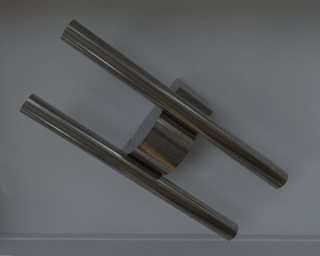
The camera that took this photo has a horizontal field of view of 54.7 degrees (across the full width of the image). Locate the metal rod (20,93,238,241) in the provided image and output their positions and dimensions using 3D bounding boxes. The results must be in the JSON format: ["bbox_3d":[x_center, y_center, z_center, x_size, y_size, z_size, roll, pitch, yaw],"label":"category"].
[{"bbox_3d":[-0.027,0.054,0.377,0.301,0.025,0.025,34,106,-12],"label":"metal rod"}]

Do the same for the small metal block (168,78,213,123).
[{"bbox_3d":[0.035,-0.033,0.384,0.050,0.050,0.025,35,106,-12],"label":"small metal block"}]

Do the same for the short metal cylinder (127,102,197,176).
[{"bbox_3d":[0.003,0.012,0.385,0.050,0.080,0.080,35,106,-12],"label":"short metal cylinder"}]

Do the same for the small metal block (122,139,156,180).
[{"bbox_3d":[-0.029,0.047,0.413,0.050,0.050,0.025,35,106,-12],"label":"small metal block"}]

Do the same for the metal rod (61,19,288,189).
[{"bbox_3d":[0.027,-0.018,0.350,0.301,0.025,0.025,34,106,-12],"label":"metal rod"}]
